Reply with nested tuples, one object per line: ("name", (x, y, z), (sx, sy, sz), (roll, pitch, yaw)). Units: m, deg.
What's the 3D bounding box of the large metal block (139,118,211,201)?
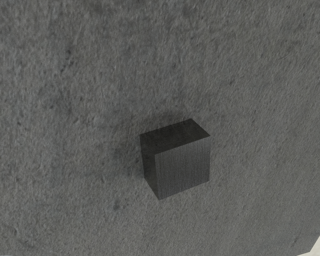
("large metal block", (0.022, 0.043, 0.431), (0.081, 0.050, 0.079), (-17, 126, -19))
